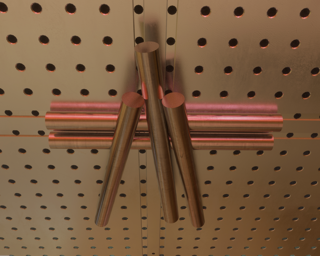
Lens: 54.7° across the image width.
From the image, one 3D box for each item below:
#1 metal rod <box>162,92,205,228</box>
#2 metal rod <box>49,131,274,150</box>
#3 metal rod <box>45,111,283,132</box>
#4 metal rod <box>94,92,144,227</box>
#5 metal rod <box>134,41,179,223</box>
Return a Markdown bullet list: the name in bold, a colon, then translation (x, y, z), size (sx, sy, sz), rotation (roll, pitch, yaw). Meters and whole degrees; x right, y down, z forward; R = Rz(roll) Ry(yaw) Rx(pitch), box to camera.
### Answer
- **metal rod**: translation (0.041, 0.068, 0.446), size (0.025, 0.025, 0.299), rotation (-8, 137, 6)
- **metal rod**: translation (0.003, 0.018, 0.427), size (0.302, 0.025, 0.025), rotation (1, 130, -1)
- **metal rod**: translation (0.006, -0.009, 0.405), size (0.302, 0.025, 0.025), rotation (1, 130, -1)
- **metal rod**: translation (-0.066, 0.067, 0.443), size (0.025, 0.025, 0.298), rotation (11, 136, -10)
- **metal rod**: translation (0.002, 0.031, 0.406), size (0.025, 0.025, 0.298), rotation (-5, 130, 4)
